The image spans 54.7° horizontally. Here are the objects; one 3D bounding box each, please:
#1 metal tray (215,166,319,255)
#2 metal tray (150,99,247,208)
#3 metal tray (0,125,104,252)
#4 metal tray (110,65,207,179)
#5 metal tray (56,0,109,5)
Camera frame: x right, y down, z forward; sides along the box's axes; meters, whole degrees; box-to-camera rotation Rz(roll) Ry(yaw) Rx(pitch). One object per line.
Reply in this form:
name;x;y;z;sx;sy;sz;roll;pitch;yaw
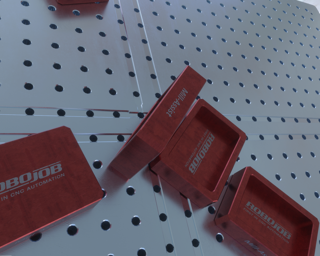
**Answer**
metal tray;0.145;0.124;0.409;0.130;0.030;0.090;38;51;-3
metal tray;0.056;0.029;0.419;0.090;0.030;0.131;39;51;-2
metal tray;-0.133;0.058;0.298;0.131;0.030;0.090;-21;73;-36
metal tray;-0.001;-0.008;0.371;0.030;0.090;0.130;39;51;-5
metal tray;-0.142;-0.254;0.484;0.091;0.030;0.130;-22;74;-36
